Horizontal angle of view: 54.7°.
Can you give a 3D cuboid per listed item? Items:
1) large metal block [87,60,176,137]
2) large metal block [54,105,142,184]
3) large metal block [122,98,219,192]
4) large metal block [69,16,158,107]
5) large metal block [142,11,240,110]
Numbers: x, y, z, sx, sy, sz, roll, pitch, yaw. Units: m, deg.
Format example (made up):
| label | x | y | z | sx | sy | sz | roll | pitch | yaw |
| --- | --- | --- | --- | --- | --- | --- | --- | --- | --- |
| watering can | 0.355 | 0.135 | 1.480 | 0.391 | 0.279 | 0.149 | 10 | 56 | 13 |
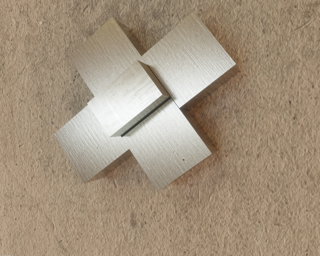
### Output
| label | x | y | z | sx | sy | sz | roll | pitch | yaw |
| --- | --- | --- | --- | --- | --- | --- | --- | --- | --- |
| large metal block | -0.028 | -0.033 | 0.390 | 0.080 | 0.080 | 0.050 | -38 | 78 | 16 |
| large metal block | -0.082 | 0.017 | 0.424 | 0.080 | 0.050 | 0.080 | -38 | 78 | 15 |
| large metal block | 0.014 | 0.020 | 0.390 | 0.080 | 0.050 | 0.080 | -38 | 78 | 15 |
| large metal block | -0.060 | -0.085 | 0.416 | 0.080 | 0.050 | 0.080 | -38 | 78 | 15 |
| large metal block | 0.039 | -0.079 | 0.382 | 0.080 | 0.050 | 0.080 | -38 | 78 | 15 |
